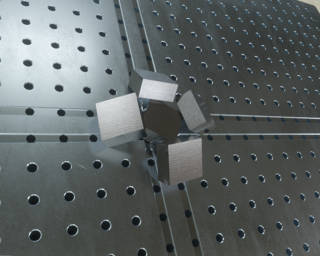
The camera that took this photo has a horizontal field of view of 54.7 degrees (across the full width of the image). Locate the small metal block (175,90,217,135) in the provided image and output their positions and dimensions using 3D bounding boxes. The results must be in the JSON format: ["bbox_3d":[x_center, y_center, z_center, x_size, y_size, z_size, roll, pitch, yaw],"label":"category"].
[{"bbox_3d":[0.051,-0.020,0.435,0.050,0.025,0.050,19,44,-62],"label":"small metal block"}]

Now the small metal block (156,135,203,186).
[{"bbox_3d":[0.025,0.039,0.383,0.050,0.025,0.050,-10,102,-33],"label":"small metal block"}]

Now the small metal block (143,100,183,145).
[{"bbox_3d":[-0.001,-0.005,0.412,0.050,0.025,0.050,28,52,-11],"label":"small metal block"}]

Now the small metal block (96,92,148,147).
[{"bbox_3d":[-0.046,-0.010,0.375,0.050,0.025,0.050,-16,65,2],"label":"small metal block"}]

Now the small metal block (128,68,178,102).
[{"bbox_3d":[-0.010,-0.059,0.424,0.050,0.025,0.050,6,23,-25],"label":"small metal block"}]
